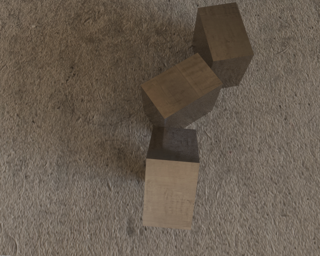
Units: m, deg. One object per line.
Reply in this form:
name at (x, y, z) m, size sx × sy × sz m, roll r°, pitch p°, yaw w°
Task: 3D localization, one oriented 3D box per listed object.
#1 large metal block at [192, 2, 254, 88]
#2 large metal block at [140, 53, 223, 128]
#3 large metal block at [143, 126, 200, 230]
large metal block at (0.080, -0.106, 0.418) m, size 0.050 × 0.080 × 0.080 m, roll -10°, pitch 71°, yaw -4°
large metal block at (0.025, -0.037, 0.392) m, size 0.080 × 0.080 × 0.050 m, roll -32°, pitch 73°, yaw -11°
large metal block at (0.012, 0.052, 0.342) m, size 0.050 × 0.080 × 0.079 m, roll 5°, pitch 113°, yaw 2°
